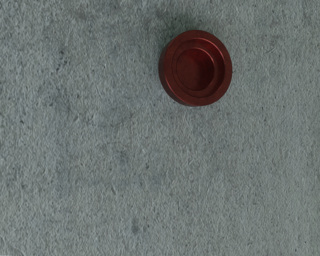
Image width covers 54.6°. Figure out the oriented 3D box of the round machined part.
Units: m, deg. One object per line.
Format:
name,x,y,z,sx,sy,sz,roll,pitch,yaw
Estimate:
round machined part,0.044,-0.077,0.416,0.099,0.042,0.097,0,90,-20
